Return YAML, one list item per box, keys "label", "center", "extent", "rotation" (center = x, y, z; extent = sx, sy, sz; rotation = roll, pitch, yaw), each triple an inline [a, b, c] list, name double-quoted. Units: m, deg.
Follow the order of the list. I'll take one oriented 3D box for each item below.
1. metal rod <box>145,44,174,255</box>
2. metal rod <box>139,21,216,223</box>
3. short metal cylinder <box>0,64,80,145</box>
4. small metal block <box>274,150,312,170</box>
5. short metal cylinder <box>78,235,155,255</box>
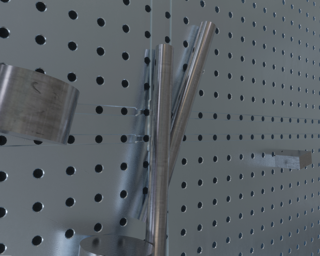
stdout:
- label: "metal rod"
  center: [-0.001, 0.040, 0.387]
  extent: [0.025, 0.025, 0.299]
  rotation: [12, 76, -40]
- label: "metal rod"
  center: [0.029, -0.017, 0.433]
  extent: [0.025, 0.025, 0.299]
  rotation: [29, 72, -37]
- label: "short metal cylinder"
  center: [-0.118, -0.018, 0.275]
  extent: [0.080, 0.080, 0.050]
  rotation: [19, 78, -39]
- label: "small metal block"
  center: [0.265, 0.062, 0.616]
  extent: [0.050, 0.050, 0.025]
  rotation: [-12, 98, -39]
- label: "short metal cylinder"
  center: [-0.049, 0.152, 0.333]
  extent: [0.081, 0.080, 0.050]
  rotation: [11, 83, -40]
